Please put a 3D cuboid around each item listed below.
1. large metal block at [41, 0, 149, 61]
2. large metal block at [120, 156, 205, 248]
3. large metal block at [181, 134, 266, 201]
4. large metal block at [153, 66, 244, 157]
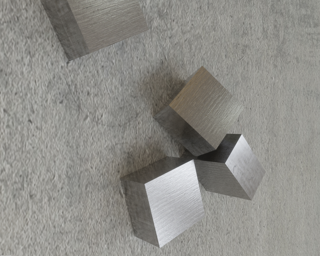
[{"bbox_3d":[-0.070,-0.126,0.329,0.081,0.050,0.080,-34,111,-35],"label":"large metal block"},{"bbox_3d":[0.005,0.089,0.393,0.081,0.050,0.080,-21,103,-38],"label":"large metal block"},{"bbox_3d":[0.090,0.053,0.444,0.080,0.080,0.050,52,60,-28],"label":"large metal block"},{"bbox_3d":[0.052,-0.021,0.415,0.080,0.050,0.080,43,62,-7],"label":"large metal block"}]
